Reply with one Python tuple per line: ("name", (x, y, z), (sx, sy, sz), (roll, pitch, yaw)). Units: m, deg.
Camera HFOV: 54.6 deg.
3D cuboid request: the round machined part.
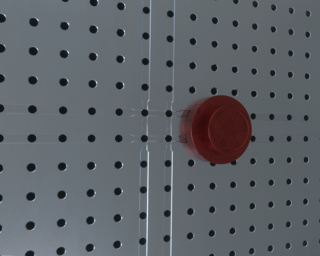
("round machined part", (0.088, 0.002, 0.436), (0.099, 0.042, 0.097), (0, 90, -20))
